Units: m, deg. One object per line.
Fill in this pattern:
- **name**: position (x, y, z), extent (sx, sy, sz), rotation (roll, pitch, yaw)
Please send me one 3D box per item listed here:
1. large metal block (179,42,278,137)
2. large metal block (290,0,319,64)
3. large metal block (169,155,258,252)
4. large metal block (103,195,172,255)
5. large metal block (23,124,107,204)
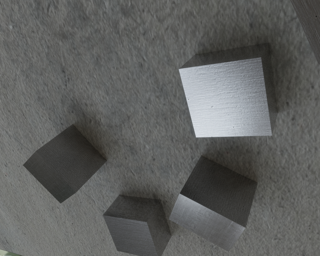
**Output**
- **large metal block**: position (0.075, -0.038, 0.327), extent (0.080, 0.050, 0.080), rotation (-3, 117, 29)
- **large metal block**: position (0.152, -0.109, 0.243), extent (0.080, 0.050, 0.080), rotation (-21, 107, 35)
- **large metal block**: position (0.069, 0.092, 0.391), extent (0.080, 0.080, 0.050), rotation (26, 127, 12)
- **large metal block**: position (-0.035, 0.161, 0.507), extent (0.080, 0.050, 0.080), rotation (0, 118, 28)
- **large metal block**: position (-0.144, 0.054, 0.478), extent (0.080, 0.080, 0.050), rotation (48, 129, -6)
